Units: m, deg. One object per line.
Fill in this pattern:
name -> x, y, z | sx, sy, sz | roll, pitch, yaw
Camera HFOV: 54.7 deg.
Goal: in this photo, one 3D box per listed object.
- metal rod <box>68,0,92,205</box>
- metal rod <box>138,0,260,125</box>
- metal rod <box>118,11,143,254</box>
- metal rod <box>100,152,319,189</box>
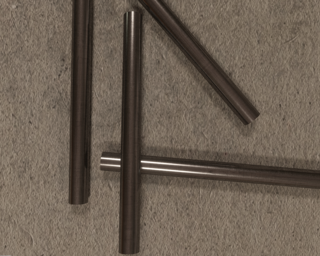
metal rod -> -0.105, -0.051, 0.408 | 0.025, 0.025, 0.298 | 1, 90, -1
metal rod -> 0.025, -0.125, 0.410 | 0.025, 0.025, 0.300 | -41, 91, 0
metal rod -> -0.036, 0.000, 0.389 | 0.025, 0.025, 0.298 | 0, 82, -1
metal rod -> 0.074, 0.057, 0.411 | 0.302, 0.025, 0.025 | 5, 90, -1
